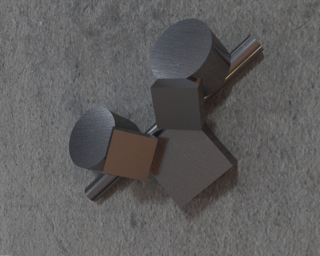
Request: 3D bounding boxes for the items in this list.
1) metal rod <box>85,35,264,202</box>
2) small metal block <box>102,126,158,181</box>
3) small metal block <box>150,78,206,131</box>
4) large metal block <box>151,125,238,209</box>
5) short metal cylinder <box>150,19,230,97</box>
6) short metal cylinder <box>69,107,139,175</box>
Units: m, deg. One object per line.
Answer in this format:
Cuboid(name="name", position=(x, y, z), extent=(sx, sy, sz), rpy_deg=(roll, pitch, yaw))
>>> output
Cuboid(name="metal rod", position=(0.009, -0.003, 0.406), extent=(0.299, 0.025, 0.025), rpy_deg=(-43, 77, 14))
Cuboid(name="small metal block", position=(-0.035, 0.029, 0.356), extent=(0.050, 0.025, 0.050), rpy_deg=(14, 96, -13))
Cuboid(name="small metal block", position=(0.021, -0.026, 0.336), extent=(0.050, 0.025, 0.050), rpy_deg=(2, 122, 19))
Cuboid(name="large metal block", position=(0.035, 0.038, 0.382), extent=(0.080, 0.050, 0.080), rpy_deg=(-43, 77, 14))
Cuboid(name="short metal cylinder", position=(0.036, -0.080, 0.368), extent=(0.080, 0.050, 0.080), rpy_deg=(-14, 65, 31))
Cuboid(name="short metal cylinder", position=(-0.072, 0.018, 0.406), extent=(0.080, 0.050, 0.080), rpy_deg=(-14, 65, 31))
